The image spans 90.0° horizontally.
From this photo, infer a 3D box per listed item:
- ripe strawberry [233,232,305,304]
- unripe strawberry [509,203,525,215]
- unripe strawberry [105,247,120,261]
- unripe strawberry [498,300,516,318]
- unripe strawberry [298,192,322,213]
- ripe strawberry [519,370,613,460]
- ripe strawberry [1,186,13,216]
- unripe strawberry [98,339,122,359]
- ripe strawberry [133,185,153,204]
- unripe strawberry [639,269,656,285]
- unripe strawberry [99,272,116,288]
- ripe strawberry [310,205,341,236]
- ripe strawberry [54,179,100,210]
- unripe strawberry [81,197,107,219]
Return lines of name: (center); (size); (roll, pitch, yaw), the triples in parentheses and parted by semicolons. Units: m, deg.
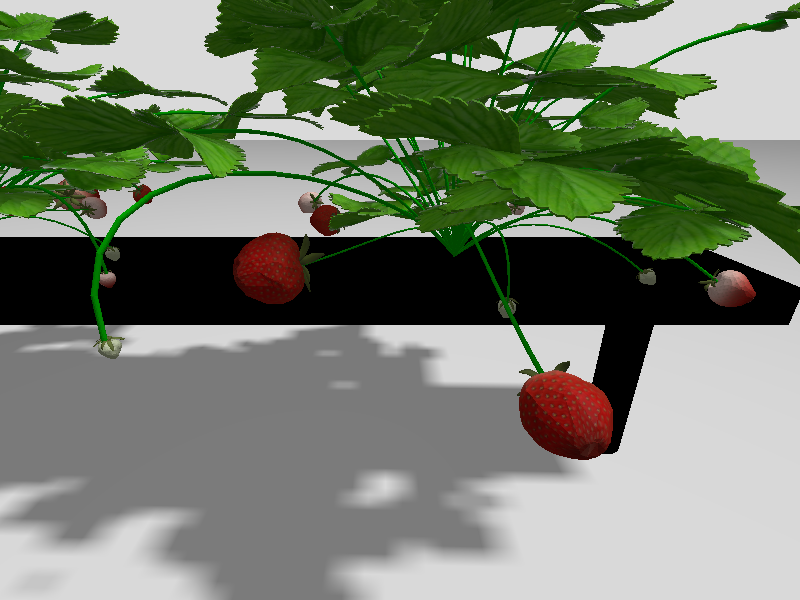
ripe strawberry: (-0.085, -0.020, 0.259); (0.044, 0.046, 0.040); (-18, 29, -34)
unripe strawberry: (0.156, -0.123, 0.530); (0.021, 0.022, 0.022); (13, 19, 27)
unripe strawberry: (-0.252, -0.040, 0.352); (0.010, 0.012, 0.012); (-10, 22, 9)
unripe strawberry: (0.061, 0.005, 0.230); (0.010, 0.011, 0.011); (-2, 24, -4)
unripe strawberry: (-0.121, -0.129, 0.532); (0.032, 0.027, 0.032); (-20, 18, -38)
ripe strawberry: (0.059, 0.041, 0.141); (0.032, 0.028, 0.033); (-1, 24, -2)
ripe strawberry: (-0.495, -0.127, 0.515); (0.043, 0.039, 0.039); (-12, 26, -26)
unripe strawberry: (-0.141, 0.024, 0.195); (0.010, 0.010, 0.011); (-21, 31, -39)
ripe strawberry: (-0.378, -0.154, 0.592); (0.024, 0.028, 0.027); (2, -25, 5)
unripe strawberry: (0.184, -0.016, 0.297); (0.012, 0.012, 0.011); (-53, -9, 35)
unripe strawberry: (-0.208, -0.014, 0.285); (0.011, 0.011, 0.011); (10, 25, 21)
ripe strawberry: (-0.081, -0.086, 0.430); (0.035, 0.034, 0.032); (10, 26, 29)
ripe strawberry: (-0.439, -0.145, 0.546); (0.052, 0.045, 0.052); (-4, 23, -10)
unripe strawberry: (-0.390, -0.119, 0.514); (0.026, 0.028, 0.028); (1, 23, 3)
